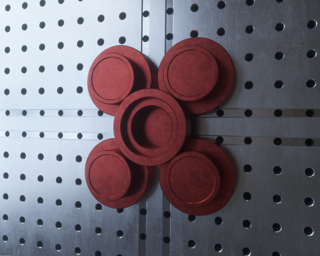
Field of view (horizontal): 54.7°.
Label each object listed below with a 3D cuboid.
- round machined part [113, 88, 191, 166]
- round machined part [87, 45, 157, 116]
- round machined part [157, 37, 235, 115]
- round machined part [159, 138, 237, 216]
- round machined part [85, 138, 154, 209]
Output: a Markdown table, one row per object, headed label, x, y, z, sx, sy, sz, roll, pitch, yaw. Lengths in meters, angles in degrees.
| label | x | y | z | sx | sy | sz | roll | pitch | yaw |
| --- | --- | --- | --- | --- | --- | --- | --- | --- | --- |
| round machined part | -0.007 | -0.001 | 0.403 | 0.098 | 0.042 | 0.097 | 0 | 90 | 19 |
| round machined part | -0.058 | -0.064 | 0.422 | 0.098 | 0.042 | 0.097 | 0 | 90 | 19 |
| round machined part | 0.043 | -0.065 | 0.387 | 0.098 | 0.042 | 0.097 | 0 | 90 | 19 |
| round machined part | 0.044 | 0.062 | 0.387 | 0.098 | 0.042 | 0.097 | 0 | 90 | 19 |
| round machined part | -0.061 | 0.063 | 0.424 | 0.098 | 0.042 | 0.097 | 0 | 90 | 19 |
